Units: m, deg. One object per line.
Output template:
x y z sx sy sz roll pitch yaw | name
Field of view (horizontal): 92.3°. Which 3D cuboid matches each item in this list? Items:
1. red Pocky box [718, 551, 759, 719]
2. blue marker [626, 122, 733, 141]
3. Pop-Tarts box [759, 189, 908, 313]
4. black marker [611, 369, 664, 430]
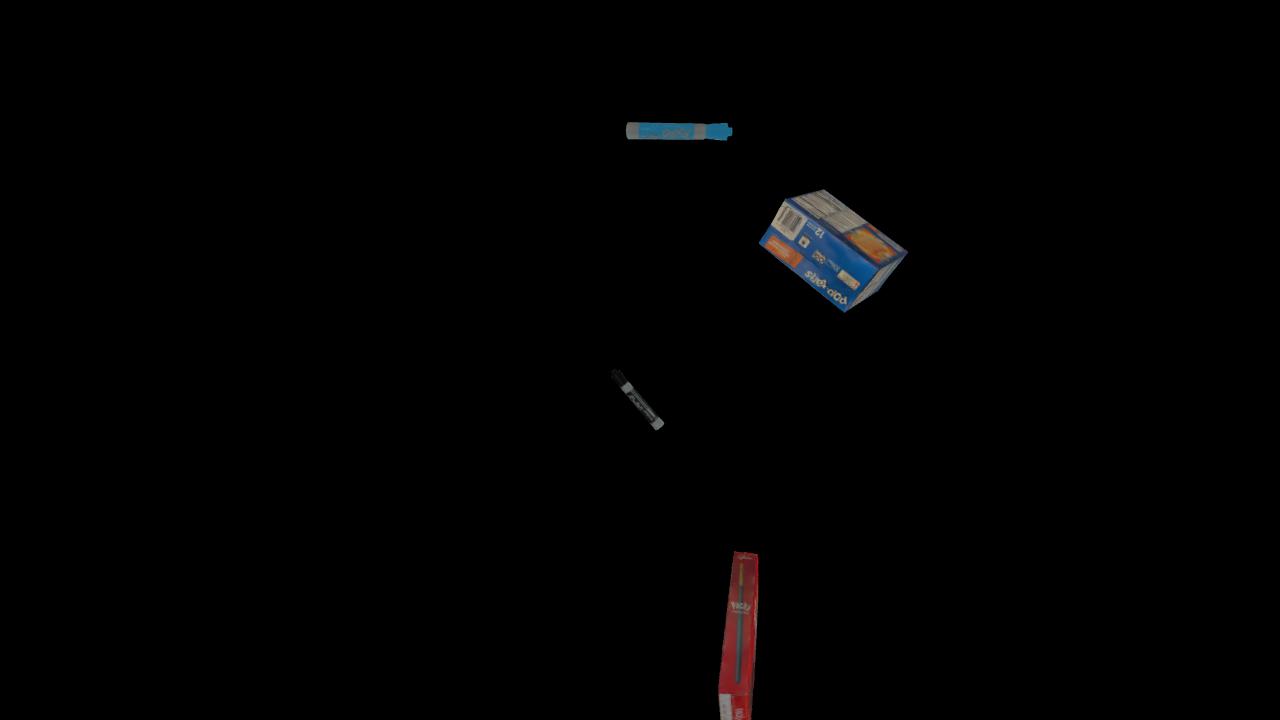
0.098 0.272 0.597 0.028 0.083 0.155 1 32 14 | red Pocky box
0.044 -0.260 0.699 0.121 0.020 0.020 6 1 14 | blue marker
0.289 -0.167 0.918 0.167 0.083 0.141 44 40 17 | Pop-Tarts box
-0.006 0.063 0.992 0.020 0.121 0.020 -39 10 8 | black marker
